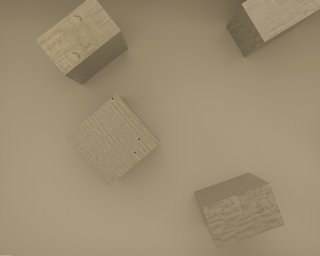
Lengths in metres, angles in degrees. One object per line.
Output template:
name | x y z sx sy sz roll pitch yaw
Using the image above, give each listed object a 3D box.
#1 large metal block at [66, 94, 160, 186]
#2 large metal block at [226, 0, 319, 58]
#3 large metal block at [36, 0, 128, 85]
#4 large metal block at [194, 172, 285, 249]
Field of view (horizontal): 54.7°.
large metal block | -0.057 0.014 0.398 0.080 0.050 0.080 -41 91 0
large metal block | 0.138 -0.138 0.386 0.080 0.080 0.050 -31 91 0
large metal block | -0.090 -0.103 0.383 0.080 0.080 0.050 -39 90 0
large metal block | 0.093 0.098 0.385 0.080 0.080 0.050 -19 90 0
